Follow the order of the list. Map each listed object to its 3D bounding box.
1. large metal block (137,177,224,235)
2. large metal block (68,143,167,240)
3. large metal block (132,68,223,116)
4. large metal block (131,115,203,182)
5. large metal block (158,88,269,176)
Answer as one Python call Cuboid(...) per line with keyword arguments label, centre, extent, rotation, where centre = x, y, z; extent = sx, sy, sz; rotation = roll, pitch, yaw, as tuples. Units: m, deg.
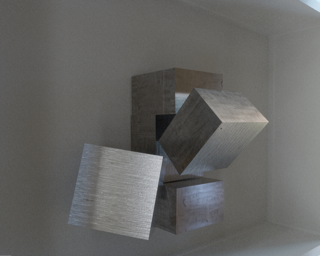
Cuboid(label="large metal block", centre=(0.022, 0.090, 0.389), extent=(0.081, 0.080, 0.050), rotation=(0, 90, -40))
Cuboid(label="large metal block", centre=(-0.041, 0.064, 0.326), extent=(0.050, 0.080, 0.080), rotation=(56, 44, -79))
Cuboid(label="large metal block", centre=(0.021, -0.041, 0.387), extent=(0.081, 0.080, 0.050), rotation=(-2, 91, -40))
Cuboid(label="large metal block", centre=(0.010, 0.024, 0.401), extent=(0.081, 0.050, 0.079), rotation=(-1, 91, -40))
Cuboid(label="large metal block", centre=(0.058, 0.004, 0.347), extent=(0.081, 0.079, 0.050), rotation=(-1, 46, -40))
